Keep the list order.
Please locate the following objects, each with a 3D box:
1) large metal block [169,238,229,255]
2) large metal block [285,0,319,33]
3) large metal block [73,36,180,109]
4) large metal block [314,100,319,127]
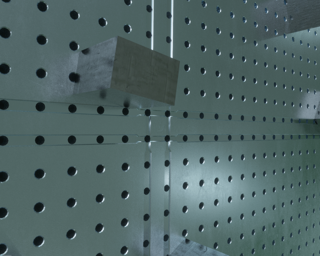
[{"bbox_3d":[0.061,0.209,0.424,0.050,0.080,0.080,-36,113,-34],"label":"large metal block"},{"bbox_3d":[0.310,-0.246,0.630,0.050,0.080,0.080,-25,106,-37],"label":"large metal block"},{"bbox_3d":[-0.037,-0.055,0.341,0.081,0.080,0.050,12,83,-39],"label":"large metal block"},{"bbox_3d":[0.420,-0.034,0.742,0.080,0.050,0.080,40,66,-33],"label":"large metal block"}]
